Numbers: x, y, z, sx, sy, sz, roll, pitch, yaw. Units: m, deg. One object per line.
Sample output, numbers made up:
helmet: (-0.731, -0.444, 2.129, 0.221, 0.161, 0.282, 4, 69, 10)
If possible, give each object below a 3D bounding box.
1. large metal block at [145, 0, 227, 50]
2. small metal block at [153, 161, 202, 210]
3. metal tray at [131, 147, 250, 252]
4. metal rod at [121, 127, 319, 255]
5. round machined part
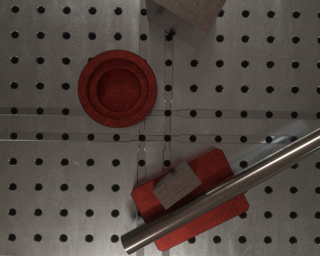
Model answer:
large metal block: (0.030, -0.149, 0.386, 0.080, 0.080, 0.050, 31, 90, -1)
small metal block: (0.019, 0.067, 0.371, 0.050, 0.050, 0.025, -36, 90, 0)
metal tray: (0.039, 0.092, 0.412, 0.131, 0.030, 0.090, -26, 90, -1)
metal rod: (0.090, 0.073, 0.384, 0.301, 0.025, 0.025, -28, 90, -1)
round machined part: (-0.053, -0.049, 0.404, 0.099, 0.042, 0.097, 0, 90, -1)
